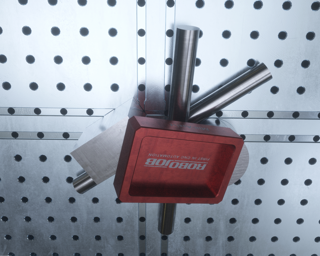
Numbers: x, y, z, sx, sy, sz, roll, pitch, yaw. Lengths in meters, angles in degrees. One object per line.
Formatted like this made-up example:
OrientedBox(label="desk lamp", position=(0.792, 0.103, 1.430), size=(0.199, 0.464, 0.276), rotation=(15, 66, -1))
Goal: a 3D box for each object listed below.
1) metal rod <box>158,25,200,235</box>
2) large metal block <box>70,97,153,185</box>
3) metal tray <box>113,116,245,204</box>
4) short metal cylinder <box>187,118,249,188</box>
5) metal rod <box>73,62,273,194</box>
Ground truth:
OrientedBox(label="metal rod", position=(0.019, 0.024, 0.398), size=(0.025, 0.025, 0.298), rotation=(3, 119, -2))
OrientedBox(label="large metal block", position=(-0.055, 0.013, 0.387), size=(0.080, 0.080, 0.050), rotation=(-32, 107, 11))
OrientedBox(label="metal tray", position=(0.021, 0.040, 0.350), size=(0.131, 0.030, 0.089), rotation=(7, 111, -23))
OrientedBox(label="short metal cylinder", position=(0.072, 0.033, 0.412), size=(0.081, 0.050, 0.079), rotation=(0, 110, -1))
OrientedBox(label="metal rod", position=(0.009, 0.006, 0.416), size=(0.300, 0.025, 0.025), rotation=(-32, 107, 10))
